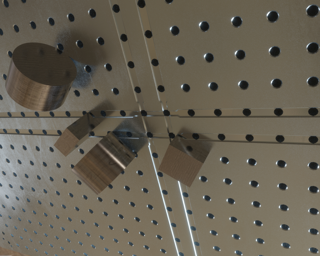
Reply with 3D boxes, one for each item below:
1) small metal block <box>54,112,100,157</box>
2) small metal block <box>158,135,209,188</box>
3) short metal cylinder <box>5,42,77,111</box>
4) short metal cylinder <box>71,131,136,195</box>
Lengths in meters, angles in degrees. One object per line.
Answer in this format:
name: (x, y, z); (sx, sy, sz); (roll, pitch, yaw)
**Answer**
small metal block: (-0.125, 0.010, 0.467); (0.025, 0.050, 0.050); (45, 129, -3)
small metal block: (0.032, 0.046, 0.423); (0.050, 0.025, 0.050); (29, 128, 9)
short metal cylinder: (-0.160, -0.069, 0.417); (0.080, 0.080, 0.050); (40, 129, 1)
short metal cylinder: (-0.081, 0.050, 0.449); (0.050, 0.080, 0.080); (45, 129, -3)
